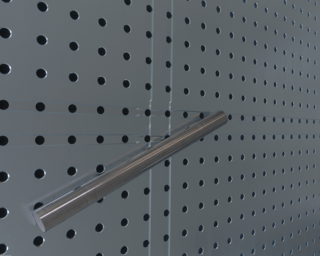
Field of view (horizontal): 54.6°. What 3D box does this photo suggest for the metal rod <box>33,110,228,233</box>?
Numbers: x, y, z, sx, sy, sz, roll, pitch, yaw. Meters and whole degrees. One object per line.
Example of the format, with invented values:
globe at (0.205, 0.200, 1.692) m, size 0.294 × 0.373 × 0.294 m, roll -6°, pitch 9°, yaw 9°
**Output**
metal rod at (-0.012, 0.038, 0.397) m, size 0.302 × 0.025 × 0.025 m, roll -27°, pitch 107°, yaw -37°
